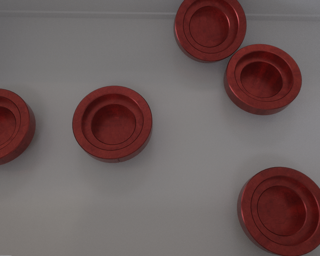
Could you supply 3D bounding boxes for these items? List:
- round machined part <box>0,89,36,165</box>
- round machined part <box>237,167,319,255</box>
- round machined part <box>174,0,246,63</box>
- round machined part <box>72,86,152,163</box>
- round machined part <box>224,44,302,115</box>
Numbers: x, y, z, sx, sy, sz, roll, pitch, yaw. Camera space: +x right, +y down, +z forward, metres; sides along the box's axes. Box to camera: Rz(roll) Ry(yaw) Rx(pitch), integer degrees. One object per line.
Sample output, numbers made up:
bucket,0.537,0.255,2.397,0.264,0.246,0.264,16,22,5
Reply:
round machined part,-0.209,0.002,0.398,0.099,0.042,0.098,0,70,0
round machined part,0.140,0.098,0.366,0.099,0.042,0.098,0,70,0
round machined part,0.068,-0.141,0.440,0.099,0.042,0.097,0,95,-4
round machined part,-0.059,-0.002,0.401,0.099,0.042,0.098,0,70,0
round machined part,0.136,-0.062,0.424,0.099,0.042,0.098,0,70,0
